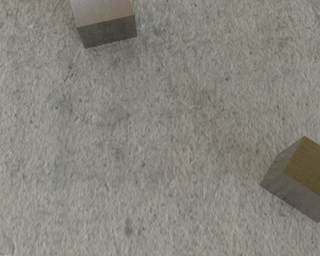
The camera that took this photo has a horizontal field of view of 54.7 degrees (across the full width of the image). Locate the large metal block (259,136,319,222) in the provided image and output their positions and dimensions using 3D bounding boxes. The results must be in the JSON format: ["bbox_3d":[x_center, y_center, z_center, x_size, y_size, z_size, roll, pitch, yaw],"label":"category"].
[{"bbox_3d":[0.175,0.062,0.358,0.080,0.080,0.050,33,73,11],"label":"large metal block"}]

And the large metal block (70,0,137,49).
[{"bbox_3d":[-0.085,-0.173,0.457,0.081,0.050,0.080,-15,71,-6],"label":"large metal block"}]
